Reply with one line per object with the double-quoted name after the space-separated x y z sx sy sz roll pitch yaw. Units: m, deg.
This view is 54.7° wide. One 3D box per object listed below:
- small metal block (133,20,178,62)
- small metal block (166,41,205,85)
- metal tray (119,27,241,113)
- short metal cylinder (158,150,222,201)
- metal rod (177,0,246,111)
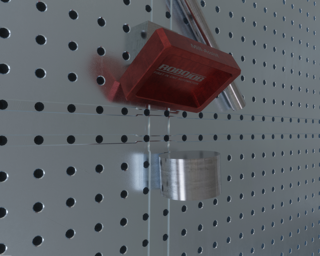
-0.005 -0.105 0.404 0.050 0.025 0.050 8 85 -40 "small metal block"
0.037 -0.090 0.440 0.050 0.025 0.050 6 86 -40 "small metal block"
0.027 -0.065 0.389 0.131 0.090 0.030 7 50 -40 "metal tray"
0.039 0.059 0.406 0.081 0.080 0.050 -5 94 -40 "short metal cylinder"
0.058 -0.151 0.457 0.025 0.025 0.299 -48 118 -29 "metal rod"
